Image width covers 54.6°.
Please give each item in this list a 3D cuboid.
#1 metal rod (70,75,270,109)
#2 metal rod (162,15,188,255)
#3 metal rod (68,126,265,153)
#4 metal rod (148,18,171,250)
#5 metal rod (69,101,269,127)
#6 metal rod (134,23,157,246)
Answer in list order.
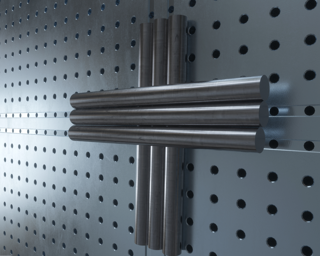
[{"bbox_3d":[-0.016,-0.040,0.391,0.300,0.025,0.025,1,91,40],"label":"metal rod"},{"bbox_3d":[0.019,0.010,0.395,0.025,0.025,0.298,2,92,40],"label":"metal rod"},{"bbox_3d":[-0.019,0.010,0.393,0.300,0.025,0.025,1,91,40],"label":"metal rod"},{"bbox_3d":[0.000,0.009,0.411,0.025,0.025,0.298,2,92,40],"label":"metal rod"},{"bbox_3d":[-0.016,-0.015,0.391,0.300,0.025,0.025,1,91,40],"label":"metal rod"},{"bbox_3d":[-0.019,0.009,0.426,0.025,0.025,0.298,2,92,40],"label":"metal rod"}]
